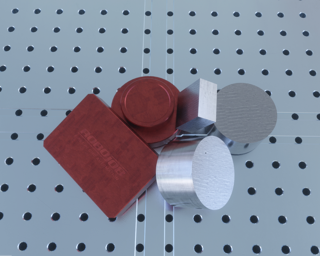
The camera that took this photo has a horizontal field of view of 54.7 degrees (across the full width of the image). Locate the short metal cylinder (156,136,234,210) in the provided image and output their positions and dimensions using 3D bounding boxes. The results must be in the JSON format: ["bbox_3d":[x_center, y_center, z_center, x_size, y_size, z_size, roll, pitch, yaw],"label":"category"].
[{"bbox_3d":[0.042,0.051,0.354,0.050,0.080,0.080,-9,63,43],"label":"short metal cylinder"}]

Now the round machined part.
[{"bbox_3d":[-0.016,-0.026,0.408,0.099,0.042,0.098,0,70,0],"label":"round machined part"}]

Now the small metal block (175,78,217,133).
[{"bbox_3d":[0.045,-0.026,0.385,0.025,0.050,0.050,16,67,-24],"label":"small metal block"}]

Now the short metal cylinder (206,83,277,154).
[{"bbox_3d":[0.102,-0.011,0.400,0.081,0.050,0.080,0,70,0],"label":"short metal cylinder"}]

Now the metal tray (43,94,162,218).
[{"bbox_3d":[-0.068,0.032,0.381,0.130,0.030,0.090,44,91,13],"label":"metal tray"}]
